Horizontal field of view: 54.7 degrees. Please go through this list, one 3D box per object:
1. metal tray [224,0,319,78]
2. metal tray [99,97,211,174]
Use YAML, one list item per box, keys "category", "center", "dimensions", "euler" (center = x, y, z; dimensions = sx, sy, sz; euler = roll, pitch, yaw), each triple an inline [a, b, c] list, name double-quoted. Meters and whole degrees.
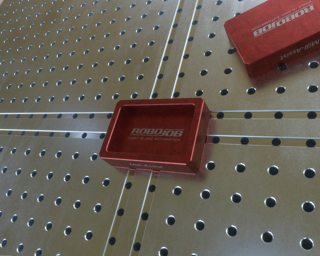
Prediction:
- category: "metal tray"
  center: [0.160, -0.130, 0.400]
  dimensions: [0.130, 0.030, 0.090]
  euler: [-24, 53, 13]
- category: "metal tray"
  center: [-0.007, 0.007, 0.402]
  dimensions: [0.130, 0.030, 0.090]
  euler: [1, 62, 28]
